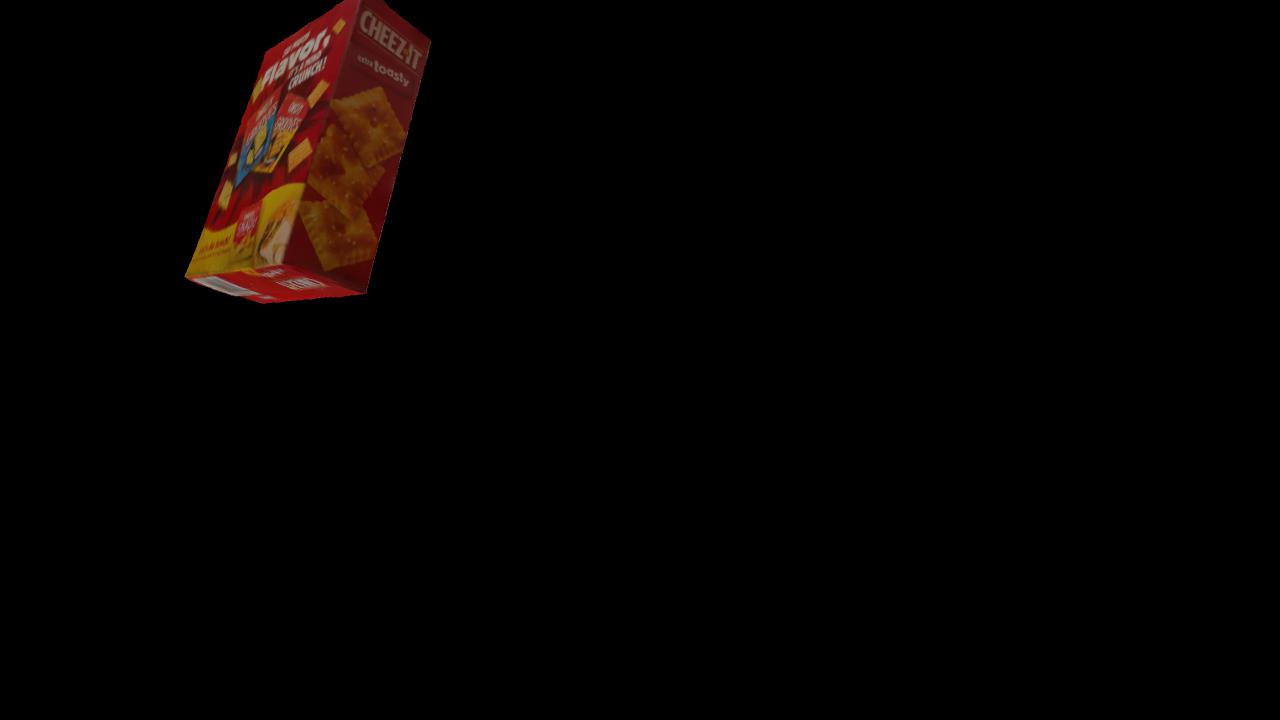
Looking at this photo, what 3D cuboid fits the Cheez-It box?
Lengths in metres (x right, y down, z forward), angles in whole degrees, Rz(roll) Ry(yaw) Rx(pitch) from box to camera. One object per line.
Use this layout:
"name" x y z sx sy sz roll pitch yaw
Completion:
"Cheez-It box" -0.266 -0.161 0.496 0.166 0.223 0.071 0 -15 35
